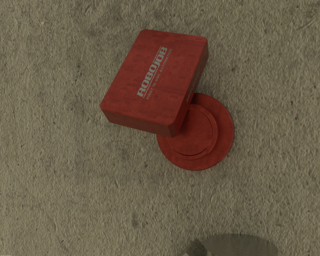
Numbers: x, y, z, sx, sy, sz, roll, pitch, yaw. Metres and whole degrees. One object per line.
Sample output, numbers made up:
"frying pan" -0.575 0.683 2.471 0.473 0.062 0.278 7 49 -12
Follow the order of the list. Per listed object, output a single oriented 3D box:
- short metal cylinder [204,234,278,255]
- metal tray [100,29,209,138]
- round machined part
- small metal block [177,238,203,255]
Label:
"short metal cylinder" 0.090 0.157 0.348 0.080 0.080 0.050 0 90 20
"metal tray" -0.003 -0.059 0.374 0.090 0.030 0.130 14 64 19
"round machined part" 0.041 0.005 0.386 0.098 0.042 0.097 0 90 20
"small metal block" 0.031 0.171 0.385 0.025 0.050 0.050 45 104 14
